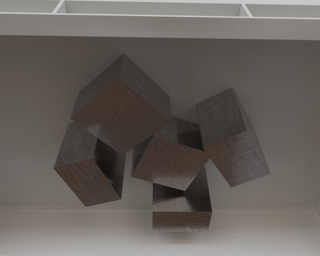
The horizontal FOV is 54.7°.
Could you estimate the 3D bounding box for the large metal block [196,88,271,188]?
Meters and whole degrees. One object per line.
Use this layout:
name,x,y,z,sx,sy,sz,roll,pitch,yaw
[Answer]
large metal block,0.089,0.012,0.382,0.050,0.080,0.080,-25,126,19

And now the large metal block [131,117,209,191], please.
large metal block,0.013,0.033,0.419,0.081,0.050,0.079,17,128,-15

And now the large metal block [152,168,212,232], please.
large metal block,0.030,0.106,0.462,0.081,0.080,0.050,1,130,-1

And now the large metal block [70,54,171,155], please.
large metal block,-0.044,-0.025,0.368,0.080,0.050,0.080,-35,123,25

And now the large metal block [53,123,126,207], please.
large metal block,-0.086,0.043,0.407,0.050,0.080,0.080,-15,129,12
